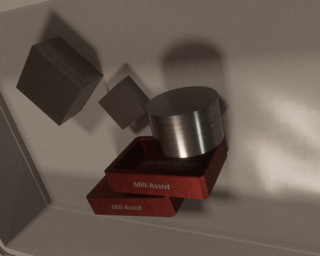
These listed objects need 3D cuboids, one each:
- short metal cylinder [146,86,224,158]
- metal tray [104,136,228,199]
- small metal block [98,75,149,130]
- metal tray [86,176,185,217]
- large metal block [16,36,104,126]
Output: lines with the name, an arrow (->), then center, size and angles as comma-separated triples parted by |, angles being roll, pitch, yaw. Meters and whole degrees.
short metal cylinder -> 0.029, -0.009, 0.351 | 0.080, 0.080, 0.050 | 1, 119, 27
metal tray -> 0.009, 0.044, 0.388 | 0.130, 0.090, 0.030 | -2, 117, 29
small metal block -> -0.045, -0.033, 0.411 | 0.050, 0.025, 0.050 | 49, 128, -7
metal tray -> -0.024, 0.079, 0.426 | 0.130, 0.090, 0.030 | -8, 114, 31
large metal block -> -0.138, -0.064, 0.424 | 0.080, 0.050, 0.080 | 42, 129, -2
